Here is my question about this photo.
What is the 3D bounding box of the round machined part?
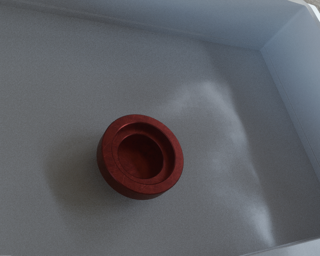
[{"bbox_3d":[-0.026,0.036,0.360,0.099,0.042,0.098,14,56,-21],"label":"round machined part"}]
